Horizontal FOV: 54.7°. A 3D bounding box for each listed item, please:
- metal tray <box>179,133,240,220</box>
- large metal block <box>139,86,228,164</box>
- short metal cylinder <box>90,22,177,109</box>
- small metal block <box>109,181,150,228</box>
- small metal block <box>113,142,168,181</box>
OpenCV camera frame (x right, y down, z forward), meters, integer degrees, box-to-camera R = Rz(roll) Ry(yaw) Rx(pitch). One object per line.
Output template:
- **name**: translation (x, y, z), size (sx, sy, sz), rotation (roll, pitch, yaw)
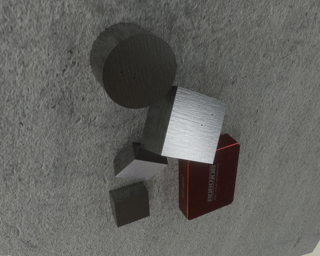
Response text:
- **metal tray**: translation (0.077, 0.080, 0.495), size (0.091, 0.030, 0.129), rotation (-16, 125, -20)
- **large metal block**: translation (0.030, -0.004, 0.388), size (0.081, 0.050, 0.080), rotation (13, 91, -34)
- **short metal cylinder**: translation (-0.029, -0.067, 0.333), size (0.081, 0.050, 0.079), rotation (-14, 124, -21)
- **small metal block**: translation (-0.044, 0.111, 0.451), size (0.050, 0.025, 0.050), rotation (-15, 125, -20)
- **small metal block**: translation (-0.026, 0.045, 0.407), size (0.050, 0.025, 0.050), rotation (14, 140, -34)
